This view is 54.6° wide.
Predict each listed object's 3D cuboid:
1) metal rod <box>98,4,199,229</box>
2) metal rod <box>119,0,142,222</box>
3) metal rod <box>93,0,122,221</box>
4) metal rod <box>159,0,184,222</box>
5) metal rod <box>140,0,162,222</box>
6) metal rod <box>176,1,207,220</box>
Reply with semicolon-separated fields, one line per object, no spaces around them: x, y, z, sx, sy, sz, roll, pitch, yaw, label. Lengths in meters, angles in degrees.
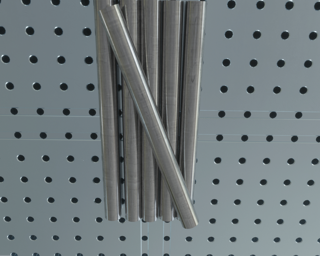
-0.007;0.001;0.387;0.025;0.025;0.299;-18;109;6;metal rod
-0.037;-0.008;0.409;0.025;0.025;0.298;1;110;0;metal rod
-0.067;-0.010;0.408;0.025;0.025;0.298;1;110;0;metal rod
0.013;-0.008;0.411;0.025;0.025;0.298;1;110;0;metal rod
-0.013;-0.008;0.409;0.025;0.025;0.298;1;110;0;metal rod
0.039;-0.007;0.411;0.025;0.025;0.298;1;110;-1;metal rod
